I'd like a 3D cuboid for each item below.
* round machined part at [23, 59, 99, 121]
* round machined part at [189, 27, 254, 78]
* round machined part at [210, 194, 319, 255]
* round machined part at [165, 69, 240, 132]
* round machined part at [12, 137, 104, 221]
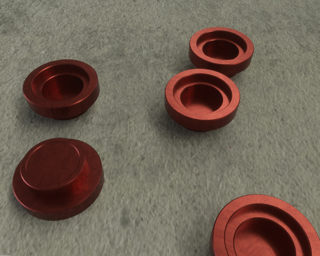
[{"bbox_3d":[-0.133,-0.049,0.431,0.099,0.042,0.098,0,50,0],"label":"round machined part"},{"bbox_3d":[0.094,-0.115,0.490,0.099,0.042,0.098,0,50,0],"label":"round machined part"},{"bbox_3d":[0.097,0.117,0.295,0.099,0.042,0.098,0,50,0],"label":"round machined part"},{"bbox_3d":[0.055,-0.033,0.421,0.099,0.042,0.098,0,50,0],"label":"round machined part"},{"bbox_3d":[-0.115,0.049,0.349,0.099,0.042,0.098,0,50,0],"label":"round machined part"}]
